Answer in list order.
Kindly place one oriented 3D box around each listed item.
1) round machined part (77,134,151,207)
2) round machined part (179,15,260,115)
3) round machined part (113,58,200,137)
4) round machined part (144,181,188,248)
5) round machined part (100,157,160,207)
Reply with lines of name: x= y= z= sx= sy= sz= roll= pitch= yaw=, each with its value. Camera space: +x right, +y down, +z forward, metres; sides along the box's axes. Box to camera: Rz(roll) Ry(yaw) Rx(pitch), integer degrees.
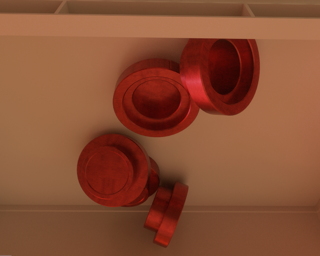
round machined part: x=-0.064 y=0.056 z=0.411 sx=0.098 sy=0.042 sz=0.097 roll=0 pitch=90 yaw=8
round machined part: x=0.058 y=-0.063 z=0.321 sx=0.042 sy=0.098 sz=0.098 roll=6 pitch=145 yaw=48
round machined part: x=-0.004 y=-0.039 z=0.365 sx=0.099 sy=0.042 sz=0.097 roll=0 pitch=130 yaw=0
round machined part: x=0.006 y=0.127 z=0.472 sx=0.042 sy=0.098 sz=0.097 roll=21 pitch=129 yaw=4
round machined part: x=-0.050 y=0.083 z=0.468 sx=0.099 sy=0.042 sz=0.097 roll=0 pitch=130 yaw=0
